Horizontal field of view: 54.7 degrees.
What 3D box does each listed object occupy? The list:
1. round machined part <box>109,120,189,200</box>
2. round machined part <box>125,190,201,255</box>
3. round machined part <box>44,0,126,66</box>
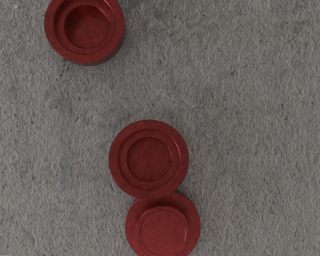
[{"bbox_3d":[-0.013,0.040,0.397,0.099,0.042,0.097,0,83,-1],"label":"round machined part"},{"bbox_3d":[0.004,0.129,0.401,0.099,0.042,0.097,0,90,0],"label":"round machined part"},{"bbox_3d":[-0.093,-0.128,0.400,0.099,0.042,0.097,0,90,0],"label":"round machined part"}]
